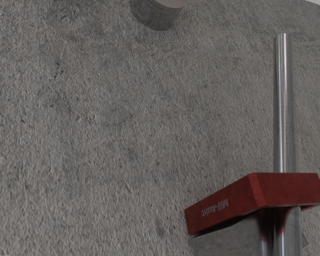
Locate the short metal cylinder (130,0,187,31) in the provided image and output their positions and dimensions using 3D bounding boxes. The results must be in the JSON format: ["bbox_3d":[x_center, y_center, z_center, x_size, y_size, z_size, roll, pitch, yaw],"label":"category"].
[{"bbox_3d":[-0.003,-0.210,0.514,0.081,0.050,0.080,14,56,-21],"label":"short metal cylinder"}]

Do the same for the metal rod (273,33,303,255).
[{"bbox_3d":[0.140,0.008,0.347,0.025,0.025,0.300,21,59,-16],"label":"metal rod"}]

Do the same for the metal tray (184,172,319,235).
[{"bbox_3d":[0.096,0.085,0.336,0.091,0.129,0.030,4,60,-26],"label":"metal tray"}]

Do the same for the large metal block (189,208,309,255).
[{"bbox_3d":[0.092,0.122,0.332,0.081,0.080,0.050,-14,71,-32],"label":"large metal block"}]
